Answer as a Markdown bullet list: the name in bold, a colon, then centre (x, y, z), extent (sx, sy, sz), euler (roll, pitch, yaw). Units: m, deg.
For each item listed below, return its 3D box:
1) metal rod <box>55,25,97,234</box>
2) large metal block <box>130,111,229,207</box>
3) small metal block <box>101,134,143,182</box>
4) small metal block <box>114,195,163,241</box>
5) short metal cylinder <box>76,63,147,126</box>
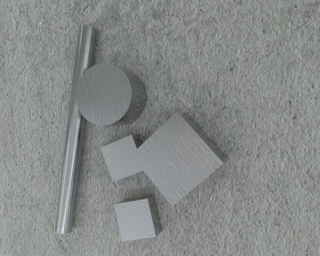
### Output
- **metal rod**: centre (-0.123, 0.004, 0.450), extent (0.025, 0.025, 0.298), euler (8, 93, 19)
- **large metal block**: centre (0.026, 0.036, 0.386), extent (0.080, 0.050, 0.080), euler (-44, 77, 14)
- **small metal block**: centre (-0.046, 0.041, 0.424), extent (0.050, 0.025, 0.050), euler (-23, 83, 18)
- **small metal block**: centre (-0.029, 0.121, 0.418), extent (0.050, 0.025, 0.050), euler (-15, 85, 19)
- **short metal cylinder**: centre (-0.064, -0.043, 0.417), extent (0.080, 0.050, 0.079), euler (0, 90, 19)
